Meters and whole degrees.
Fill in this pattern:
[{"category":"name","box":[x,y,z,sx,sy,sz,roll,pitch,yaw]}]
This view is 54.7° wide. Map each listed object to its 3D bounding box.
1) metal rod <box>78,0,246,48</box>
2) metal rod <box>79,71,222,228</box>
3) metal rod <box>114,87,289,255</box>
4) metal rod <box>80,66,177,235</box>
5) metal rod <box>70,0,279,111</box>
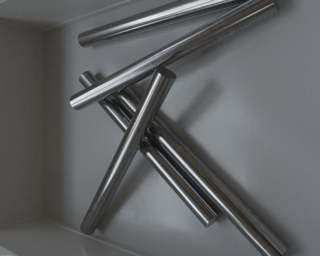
[{"category":"metal rod","box":[-0.007,-0.145,0.410,0.300,0.025,0.025,-1,90,39]},{"category":"metal rod","box":[-0.029,0.012,0.428,0.300,0.025,0.025,46,117,30]},{"category":"metal rod","box":[0.029,0.034,0.381,0.300,0.025,0.025,46,117,30]},{"category":"metal rod","box":[-0.055,0.050,0.422,0.025,0.025,0.298,48,126,29]},{"category":"metal rod","box":[-0.005,-0.083,0.388,0.300,0.025,0.025,-20,77,31]}]
